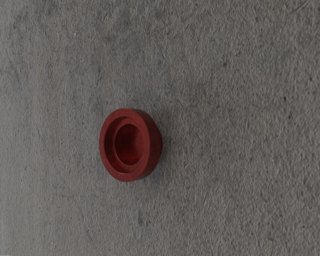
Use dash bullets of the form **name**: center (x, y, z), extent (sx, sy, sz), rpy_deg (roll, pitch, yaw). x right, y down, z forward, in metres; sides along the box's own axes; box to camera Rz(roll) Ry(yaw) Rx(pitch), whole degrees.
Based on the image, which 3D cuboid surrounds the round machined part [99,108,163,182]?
- **round machined part**: center (-0.036, 0.022, 0.425), extent (0.098, 0.042, 0.097), rpy_deg (0, 90, 40)
